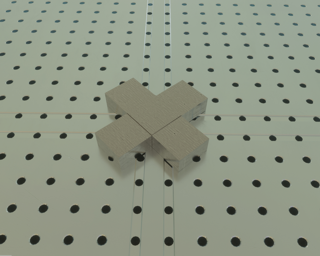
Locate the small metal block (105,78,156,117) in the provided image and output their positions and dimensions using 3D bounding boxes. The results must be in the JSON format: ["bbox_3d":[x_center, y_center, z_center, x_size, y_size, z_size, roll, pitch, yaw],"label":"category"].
[{"bbox_3d":[-0.041,-0.039,0.440,0.050,0.025,0.050,-34,58,-25],"label":"small metal block"}]

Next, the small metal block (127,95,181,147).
[{"bbox_3d":[-0.008,-0.011,0.415,0.050,0.025,0.050,-34,58,-26],"label":"small metal block"}]

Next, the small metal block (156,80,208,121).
[{"bbox_3d":[0.030,-0.035,0.437,0.050,0.025,0.050,-34,58,-26],"label":"small metal block"}]

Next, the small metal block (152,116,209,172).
[{"bbox_3d":[0.025,0.019,0.392,0.050,0.025,0.050,-34,58,-25],"label":"small metal block"}]

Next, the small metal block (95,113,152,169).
[{"bbox_3d":[-0.046,0.016,0.394,0.050,0.025,0.050,-34,58,-26],"label":"small metal block"}]
